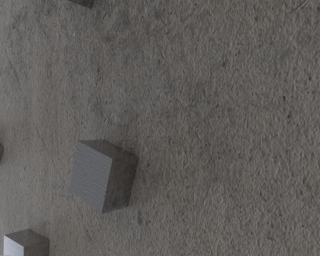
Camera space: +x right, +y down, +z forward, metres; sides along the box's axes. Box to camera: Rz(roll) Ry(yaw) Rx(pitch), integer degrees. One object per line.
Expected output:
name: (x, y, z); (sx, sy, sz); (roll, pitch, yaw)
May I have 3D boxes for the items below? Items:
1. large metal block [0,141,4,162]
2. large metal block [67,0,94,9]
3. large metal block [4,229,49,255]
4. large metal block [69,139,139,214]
large metal block: (-0.425, 0.046, 0.720); (0.080, 0.081, 0.050); (43, 116, 31)
large metal block: (-0.138, -0.254, 0.503); (0.080, 0.050, 0.080); (44, 116, 31)
large metal block: (-0.262, 0.253, 0.606); (0.080, 0.050, 0.079); (3, 92, 40)
large metal block: (-0.085, 0.068, 0.459); (0.080, 0.050, 0.079); (21, 103, 38)
